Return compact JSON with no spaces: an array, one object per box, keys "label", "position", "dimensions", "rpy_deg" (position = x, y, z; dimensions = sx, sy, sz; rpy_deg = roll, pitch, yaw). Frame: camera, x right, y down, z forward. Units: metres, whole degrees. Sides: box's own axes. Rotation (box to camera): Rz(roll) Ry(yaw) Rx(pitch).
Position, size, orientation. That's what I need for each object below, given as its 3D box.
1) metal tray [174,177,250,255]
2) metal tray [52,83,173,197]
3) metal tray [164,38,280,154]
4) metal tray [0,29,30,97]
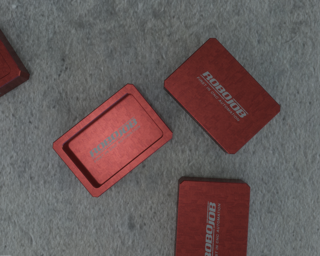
[{"label":"metal tray","position":[0.067,0.133,0.409],"dimensions":[0.091,0.030,0.129],"rpy_deg":[3,90,-1]},{"label":"metal tray","position":[-0.060,0.016,0.406],"dimensions":[0.130,0.030,0.090],"rpy_deg":[-39,91,-1]},{"label":"metal tray","position":[0.079,-0.041,0.409],"dimensions":[0.090,0.030,0.130],"rpy_deg":[-44,91,0]},{"label":"metal tray","position":[-0.253,-0.071,0.404],"dimensions":[0.130,0.030,0.090],"rpy_deg":[-32,90,-1]}]
